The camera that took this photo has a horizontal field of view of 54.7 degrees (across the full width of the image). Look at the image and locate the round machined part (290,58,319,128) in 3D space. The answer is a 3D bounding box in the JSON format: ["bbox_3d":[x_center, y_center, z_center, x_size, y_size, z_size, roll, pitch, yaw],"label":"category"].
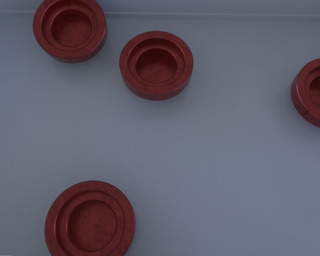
[{"bbox_3d":[0.225,-0.042,0.417,0.099,0.042,0.098,0,70,0],"label":"round machined part"}]

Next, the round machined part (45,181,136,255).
[{"bbox_3d":[-0.077,0.113,0.359,0.099,0.042,0.098,0,70,0],"label":"round machined part"}]

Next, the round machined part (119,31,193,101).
[{"bbox_3d":[-0.005,-0.082,0.430,0.099,0.042,0.098,0,70,0],"label":"round machined part"}]

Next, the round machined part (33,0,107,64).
[{"bbox_3d":[-0.124,-0.139,0.443,0.099,0.042,0.097,0,83,-2],"label":"round machined part"}]
